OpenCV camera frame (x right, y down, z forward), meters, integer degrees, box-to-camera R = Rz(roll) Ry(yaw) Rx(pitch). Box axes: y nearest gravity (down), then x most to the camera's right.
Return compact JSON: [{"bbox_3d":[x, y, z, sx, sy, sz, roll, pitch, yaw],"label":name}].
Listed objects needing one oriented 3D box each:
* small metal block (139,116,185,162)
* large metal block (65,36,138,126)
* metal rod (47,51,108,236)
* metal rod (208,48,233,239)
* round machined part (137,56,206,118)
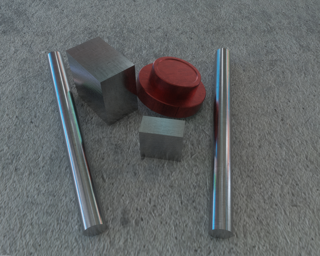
[{"bbox_3d":[0.003,0.014,0.376,0.050,0.050,0.025,7,51,5],"label":"small metal block"},{"bbox_3d":[-0.076,-0.063,0.420,0.050,0.080,0.080,-33,58,-25],"label":"large metal block"},{"bbox_3d":[-0.117,-0.004,0.404,0.025,0.025,0.299,-15,52,-13],"label":"metal rod"},{"bbox_3d":[0.082,-0.006,0.409,0.025,0.025,0.300,6,50,5],"label":"metal rod"},{"bbox_3d":[0.018,-0.062,0.429,0.099,0.042,0.098,11,43,-11],"label":"round machined part"}]
